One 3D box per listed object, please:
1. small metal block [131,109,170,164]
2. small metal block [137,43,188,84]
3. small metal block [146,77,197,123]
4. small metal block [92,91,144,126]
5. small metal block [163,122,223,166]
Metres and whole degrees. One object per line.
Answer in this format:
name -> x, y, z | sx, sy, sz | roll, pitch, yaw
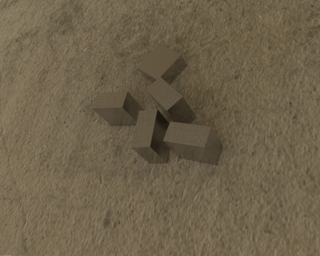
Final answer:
small metal block -> -0.008, 0.012, 0.384 | 0.025, 0.050, 0.050 | -4, 60, 26
small metal block -> 0.003, -0.091, 0.457 | 0.050, 0.025, 0.050 | -48, 52, -6
small metal block -> 0.015, -0.031, 0.398 | 0.025, 0.050, 0.050 | -42, 51, -1
small metal block -> -0.057, -0.026, 0.432 | 0.050, 0.050, 0.025 | 0, 62, 28
small metal block -> 0.039, 0.018, 0.355 | 0.050, 0.050, 0.025 | 8, 66, 31
